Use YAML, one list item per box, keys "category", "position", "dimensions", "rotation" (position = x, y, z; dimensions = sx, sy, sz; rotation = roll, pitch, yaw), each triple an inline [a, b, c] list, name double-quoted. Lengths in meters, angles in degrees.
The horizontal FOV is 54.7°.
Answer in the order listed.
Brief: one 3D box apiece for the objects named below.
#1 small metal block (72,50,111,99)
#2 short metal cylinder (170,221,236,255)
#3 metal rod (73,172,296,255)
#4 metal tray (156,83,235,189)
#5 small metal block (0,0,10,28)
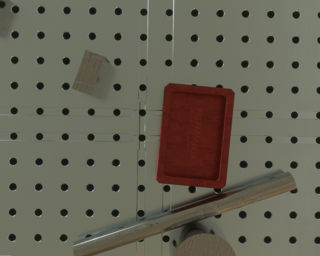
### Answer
- category: "small metal block"
  position: [-0.087, -0.067, 0.400]
  dimensions: [0.025, 0.050, 0.050]
  rotation: [20, 90, 0]
- category: "short metal cylinder"
  position: [0.054, 0.168, 0.402]
  dimensions: [0.081, 0.050, 0.079]
  rotation: [0, 90, -1]
- category: "metal rod"
  position: [0.033, 0.117, 0.413]
  dimensions: [0.302, 0.025, 0.025]
  rotation: [-18, 90, -1]
- category: "metal tray"
  position: [0.045, 0.010, 0.411]
  dimensions: [0.091, 0.030, 0.129]
  rotation: [6, 90, -1]
- category: "small metal block"
  position: [-0.237, -0.159, 0.410]
  dimensions: [0.050, 0.025, 0.050]
  rotation: [20, 90, -1]
